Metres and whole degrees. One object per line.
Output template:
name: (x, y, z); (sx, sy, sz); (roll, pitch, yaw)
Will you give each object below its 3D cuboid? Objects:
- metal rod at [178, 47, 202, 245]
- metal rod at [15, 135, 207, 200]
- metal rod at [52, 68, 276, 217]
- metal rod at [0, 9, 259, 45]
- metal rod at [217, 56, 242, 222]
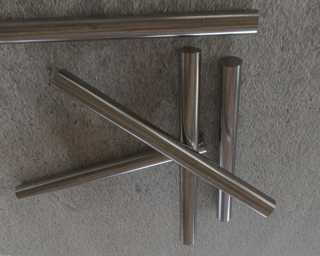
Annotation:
metal rod: (0.038, 0.044, 0.410); (0.025, 0.025, 0.298); (-2, 120, 1)
metal rod: (-0.080, 0.062, 0.458); (0.301, 0.025, 0.025); (-16, 128, 13)
metal rod: (0.009, 0.021, 0.373); (0.301, 0.025, 0.025); (32, 124, -6)
metal rod: (-0.054, -0.103, 0.318); (0.302, 0.025, 0.025); (-2, 130, 1)
metal rod: (0.095, 0.039, 0.440); (0.025, 0.025, 0.298); (-5, 130, 4)
